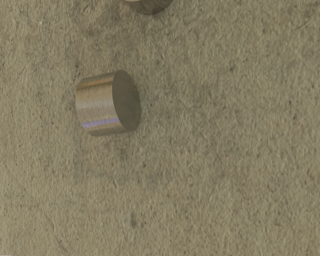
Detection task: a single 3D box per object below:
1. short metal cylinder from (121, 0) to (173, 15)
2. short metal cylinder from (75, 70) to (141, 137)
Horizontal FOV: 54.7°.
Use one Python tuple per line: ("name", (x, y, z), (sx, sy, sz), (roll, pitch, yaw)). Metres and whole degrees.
("short metal cylinder", (-0.021, -0.195, 0.402), (0.080, 0.050, 0.079), (0, 90, 19))
("short metal cylinder", (-0.064, -0.031, 0.401), (0.050, 0.080, 0.080), (-9, 87, 19))
